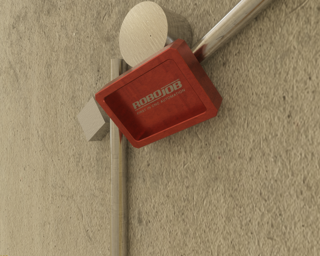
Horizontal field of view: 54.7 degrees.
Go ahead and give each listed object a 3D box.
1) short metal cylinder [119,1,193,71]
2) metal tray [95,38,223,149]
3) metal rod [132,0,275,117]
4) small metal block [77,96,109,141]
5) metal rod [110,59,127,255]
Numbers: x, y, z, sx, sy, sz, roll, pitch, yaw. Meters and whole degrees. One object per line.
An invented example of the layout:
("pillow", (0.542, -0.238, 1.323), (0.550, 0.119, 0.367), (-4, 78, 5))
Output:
("short metal cylinder", (-0.006, -0.113, 0.394), (0.080, 0.050, 0.079), (0, 90, 40))
("metal tray", (-0.004, -0.035, 0.371), (0.130, 0.030, 0.090), (-24, 111, 35))
("metal rod", (0.058, -0.097, 0.356), (0.299, 0.025, 0.025), (-40, 66, 32))
("small metal block", (-0.099, -0.014, 0.487), (0.050, 0.025, 0.050), (-43, 64, 31))
("metal rod", (-0.061, 0.050, 0.455), (0.025, 0.025, 0.298), (0, 90, 40))
